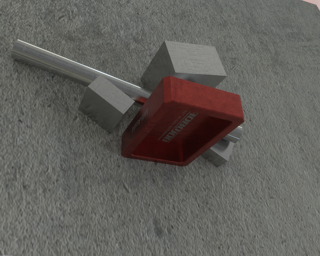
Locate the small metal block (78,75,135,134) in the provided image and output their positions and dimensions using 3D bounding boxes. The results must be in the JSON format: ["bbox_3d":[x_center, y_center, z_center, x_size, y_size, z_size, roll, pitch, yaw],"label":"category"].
[{"bbox_3d":[-0.065,-0.027,0.371,0.050,0.050,0.025,38,51,-3],"label":"small metal block"}]

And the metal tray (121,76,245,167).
[{"bbox_3d":[0.019,0.001,0.350,0.091,0.129,0.030,12,57,-22],"label":"metal tray"}]

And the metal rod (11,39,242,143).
[{"bbox_3d":[-0.033,-0.043,0.397,0.302,0.025,0.025,20,54,-10],"label":"metal rod"}]

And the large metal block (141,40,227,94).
[{"bbox_3d":[0.030,-0.071,0.430,0.081,0.080,0.050,-2,63,-30],"label":"large metal block"}]

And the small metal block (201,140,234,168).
[{"bbox_3d":[0.075,0.019,0.437,0.050,0.025,0.050,36,51,-5],"label":"small metal block"}]
